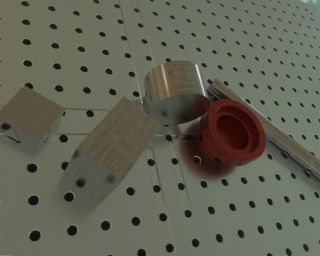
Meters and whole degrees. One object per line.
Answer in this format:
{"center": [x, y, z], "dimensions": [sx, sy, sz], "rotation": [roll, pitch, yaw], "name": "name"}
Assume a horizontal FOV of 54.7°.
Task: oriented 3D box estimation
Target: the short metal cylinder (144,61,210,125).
{"center": [0.022, -0.045, 0.414], "dimensions": [0.081, 0.080, 0.050], "rotation": [4, 60, -27], "name": "short metal cylinder"}

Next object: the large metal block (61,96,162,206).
{"center": [-0.052, 0.026, 0.330], "dimensions": [0.050, 0.080, 0.080], "rotation": [38, 51, -3], "name": "large metal block"}

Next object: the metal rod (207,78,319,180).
{"center": [0.201, 0.021, 0.506], "dimensions": [0.301, 0.025, 0.025], "rotation": [38, 51, -3], "name": "metal rod"}

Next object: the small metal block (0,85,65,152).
{"center": [-0.142, -0.011, 0.339], "dimensions": [0.050, 0.025, 0.050], "rotation": [31, 51, -9], "name": "small metal block"}

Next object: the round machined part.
{"center": [0.100, 0.010, 0.447], "dimensions": [0.099, 0.042, 0.098], "rotation": [14, 56, -21], "name": "round machined part"}
